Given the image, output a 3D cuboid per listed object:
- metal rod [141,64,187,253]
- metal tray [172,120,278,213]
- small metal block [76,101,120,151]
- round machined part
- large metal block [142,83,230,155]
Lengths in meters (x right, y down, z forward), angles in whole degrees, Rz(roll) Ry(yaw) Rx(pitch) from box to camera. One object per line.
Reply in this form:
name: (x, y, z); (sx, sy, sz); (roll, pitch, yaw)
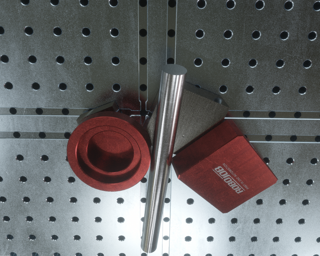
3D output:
metal rod: (-0.001, 0.062, 0.390); (0.025, 0.025, 0.298); (6, 126, -2)
metal tray: (0.087, 0.056, 0.401); (0.090, 0.030, 0.130); (-36, 131, 13)
small metal block: (-0.074, -0.001, 0.409); (0.050, 0.025, 0.050); (-21, 109, 7)
round machined part: (-0.059, 0.025, 0.380); (0.099, 0.042, 0.097); (1, 111, 2)
large metal block: (0.029, -0.012, 0.392); (0.080, 0.050, 0.079); (22, 109, -8)
